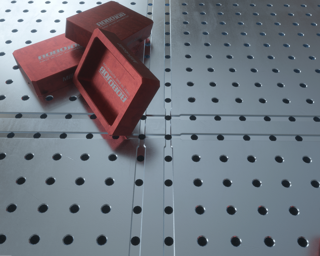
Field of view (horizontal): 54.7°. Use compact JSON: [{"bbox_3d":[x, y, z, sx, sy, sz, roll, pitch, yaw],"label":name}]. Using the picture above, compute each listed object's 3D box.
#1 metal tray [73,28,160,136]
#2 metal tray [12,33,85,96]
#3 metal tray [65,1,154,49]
[{"bbox_3d":[-0.064,-0.062,0.416,0.030,0.089,0.130,3,38,-47],"label":"metal tray"},{"bbox_3d":[-0.153,-0.111,0.496,0.131,0.030,0.090,-29,56,-22],"label":"metal tray"},{"bbox_3d":[-0.080,-0.166,0.514,0.090,0.030,0.131,30,42,10],"label":"metal tray"}]
